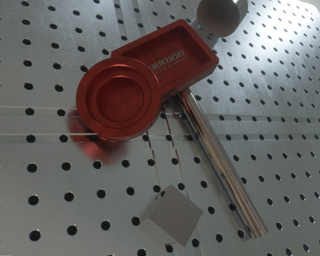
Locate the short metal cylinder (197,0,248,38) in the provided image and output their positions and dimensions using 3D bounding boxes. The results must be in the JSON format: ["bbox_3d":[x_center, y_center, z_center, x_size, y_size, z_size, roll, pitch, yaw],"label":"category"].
[{"bbox_3d":[0.114,-0.214,0.568,0.080,0.080,0.050,38,51,-3],"label":"short metal cylinder"}]

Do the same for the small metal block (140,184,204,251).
[{"bbox_3d":[0.014,0.102,0.355,0.050,0.025,0.050,40,51,-1],"label":"small metal block"}]

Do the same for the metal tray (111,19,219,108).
[{"bbox_3d":[0.007,-0.092,0.440,0.131,0.030,0.090,-32,76,-22],"label":"metal tray"}]

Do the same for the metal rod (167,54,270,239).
[{"bbox_3d":[0.065,0.009,0.439,0.025,0.025,0.299,-15,70,-34],"label":"metal rod"}]

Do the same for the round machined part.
[{"bbox_3d":[-0.046,-0.032,0.374,0.099,0.042,0.098,-1,79,4],"label":"round machined part"}]
